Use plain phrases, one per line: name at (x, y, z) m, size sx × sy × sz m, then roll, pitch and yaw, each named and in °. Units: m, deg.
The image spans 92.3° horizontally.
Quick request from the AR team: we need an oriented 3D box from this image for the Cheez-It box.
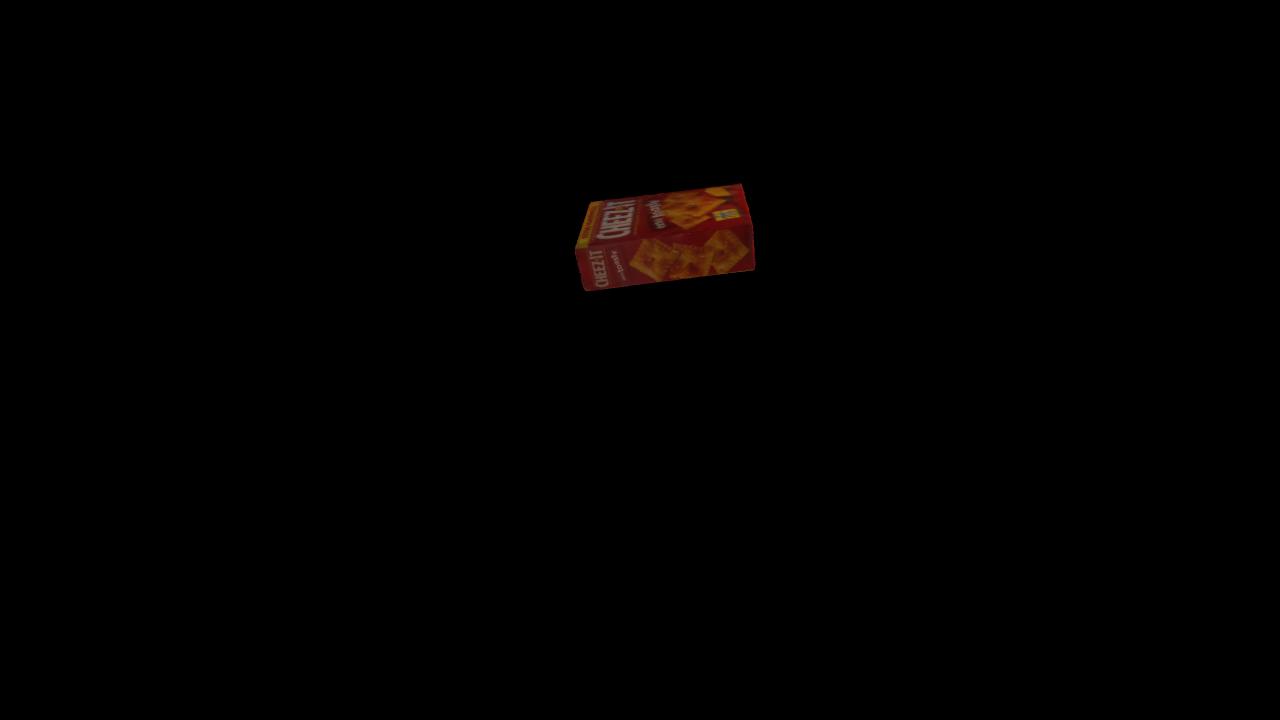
Cheez-It box at (0.035, -0.169, 0.824) m, size 0.223 × 0.071 × 0.166 m, roll -6°, pitch 32°, yaw 8°
